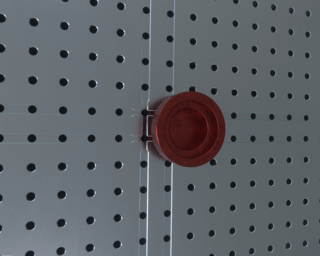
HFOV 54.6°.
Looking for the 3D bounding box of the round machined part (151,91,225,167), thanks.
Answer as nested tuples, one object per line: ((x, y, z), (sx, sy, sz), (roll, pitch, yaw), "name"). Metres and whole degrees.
((0.034, 0.001, 0.416), (0.099, 0.042, 0.097), (0, 90, -20), "round machined part")
